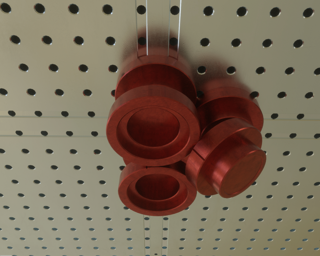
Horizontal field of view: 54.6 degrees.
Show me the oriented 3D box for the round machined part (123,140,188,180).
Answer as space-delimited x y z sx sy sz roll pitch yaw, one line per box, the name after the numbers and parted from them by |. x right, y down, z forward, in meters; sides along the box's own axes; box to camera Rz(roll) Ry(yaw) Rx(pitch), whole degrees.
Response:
-0.004 0.041 0.436 0.099 0.042 0.097 0 130 0 | round machined part

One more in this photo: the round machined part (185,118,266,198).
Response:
0.081 0.041 0.352 0.099 0.042 0.097 -22 134 -24 | round machined part

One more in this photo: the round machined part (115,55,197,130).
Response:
-0.005 -0.034 0.372 0.099 0.042 0.097 0 130 0 | round machined part

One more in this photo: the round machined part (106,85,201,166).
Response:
-0.007 -0.006 0.339 0.099 0.042 0.097 0 130 0 | round machined part

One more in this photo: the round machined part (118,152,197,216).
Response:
-0.003 0.069 0.403 0.099 0.042 0.097 0 130 0 | round machined part

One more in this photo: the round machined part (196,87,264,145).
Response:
0.084 -0.001 0.401 0.099 0.042 0.097 0 130 0 | round machined part
